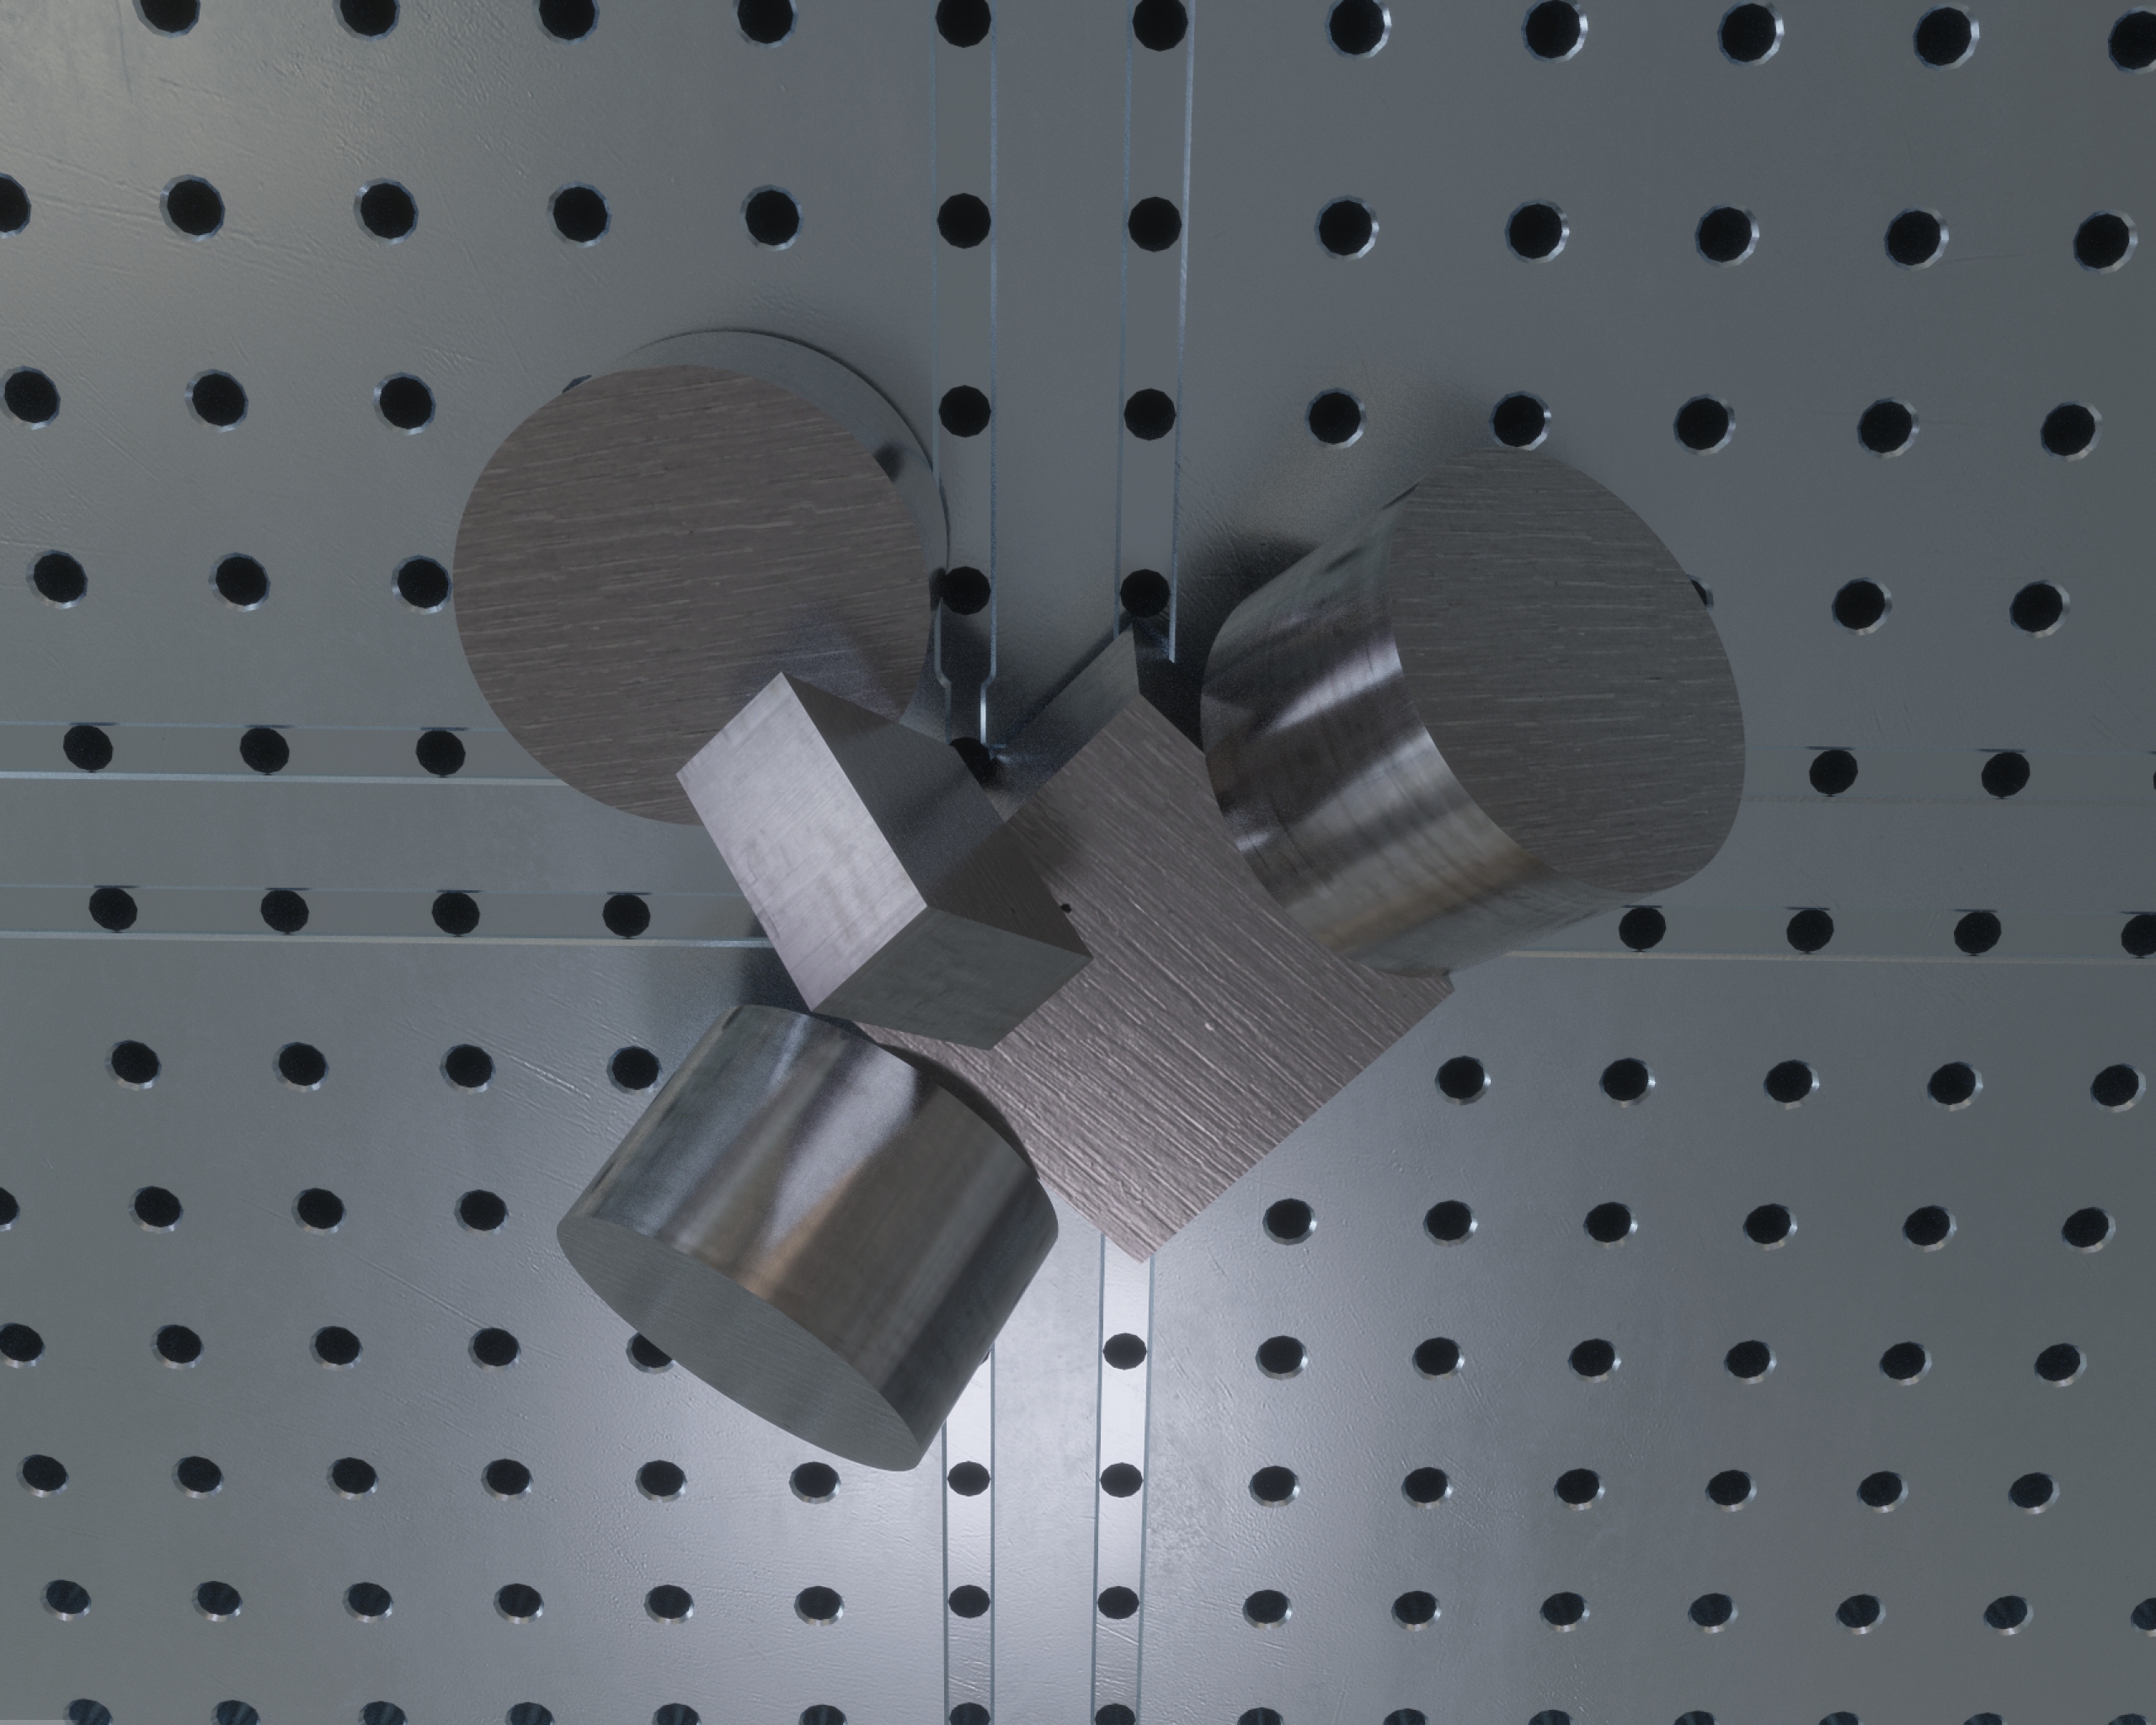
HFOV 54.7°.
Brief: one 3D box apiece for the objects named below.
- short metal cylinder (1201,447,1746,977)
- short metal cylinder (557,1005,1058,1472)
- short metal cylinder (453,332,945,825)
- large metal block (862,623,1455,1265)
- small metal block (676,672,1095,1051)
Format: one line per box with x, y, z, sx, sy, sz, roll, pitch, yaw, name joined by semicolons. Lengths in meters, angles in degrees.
0.069;-0.025;0.364;0.080;0.080;0.050;41;143;-14;short metal cylinder
-0.051;0.072;0.400;0.080;0.050;0.080;25;150;16;short metal cylinder
-0.065;-0.052;0.377;0.081;0.050;0.079;0;110;0;short metal cylinder
0.011;0.015;0.399;0.080;0.050;0.080;43;104;-14;large metal block
-0.031;0.001;0.343;0.025;0.050;0.050;-42;61;16;small metal block
